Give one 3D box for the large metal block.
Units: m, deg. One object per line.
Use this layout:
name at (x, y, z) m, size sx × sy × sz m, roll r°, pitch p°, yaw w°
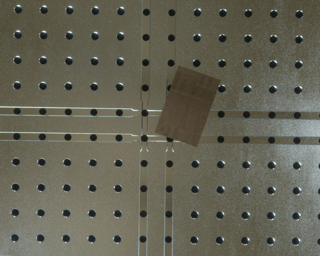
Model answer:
large metal block at (0.031, -0.024, 0.386) m, size 0.050 × 0.080 × 0.080 m, roll 19°, pitch 90°, yaw 0°
